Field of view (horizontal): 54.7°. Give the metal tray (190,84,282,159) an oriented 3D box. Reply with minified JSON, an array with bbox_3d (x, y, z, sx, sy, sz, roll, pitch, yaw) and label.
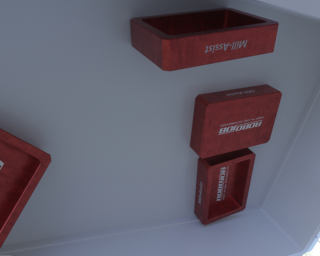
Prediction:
[{"bbox_3d":[0.112,-0.011,0.460,0.131,0.030,0.089,-11,123,-23],"label":"metal tray"}]

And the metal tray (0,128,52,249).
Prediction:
[{"bbox_3d":[-0.182,0.065,0.308,0.090,0.030,0.130,40,68,-39],"label":"metal tray"}]

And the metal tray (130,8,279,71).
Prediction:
[{"bbox_3d":[0.045,-0.099,0.329,0.131,0.090,0.030,-14,124,-21],"label":"metal tray"}]

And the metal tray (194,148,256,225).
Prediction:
[{"bbox_3d":[0.107,0.097,0.523,0.091,0.030,0.129,-14,124,-21],"label":"metal tray"}]
